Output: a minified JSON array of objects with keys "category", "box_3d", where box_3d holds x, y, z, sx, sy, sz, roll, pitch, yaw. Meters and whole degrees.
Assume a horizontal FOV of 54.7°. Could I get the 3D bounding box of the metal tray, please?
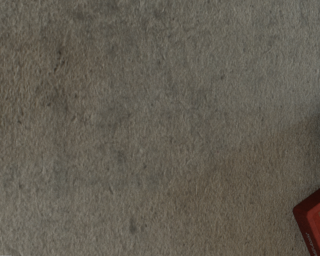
[{"category":"metal tray","box_3d":[0.283,0.170,0.513,0.091,0.030,0.129,-28,100,-18]}]
